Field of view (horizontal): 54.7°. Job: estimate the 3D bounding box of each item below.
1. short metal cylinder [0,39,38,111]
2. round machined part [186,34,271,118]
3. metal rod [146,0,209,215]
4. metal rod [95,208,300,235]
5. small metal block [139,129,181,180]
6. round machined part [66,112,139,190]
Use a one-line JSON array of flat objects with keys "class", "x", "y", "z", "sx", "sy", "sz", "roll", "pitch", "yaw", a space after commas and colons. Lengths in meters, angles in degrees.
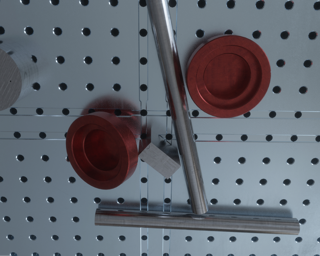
[{"class": "short metal cylinder", "x": -0.197, "y": -0.065, "z": 0.374, "sx": 0.081, "sy": 0.050, "sz": 0.079, "roll": 0, "pitch": 110, "yaw": 0}, {"class": "round machined part", "x": 0.081, "y": -0.065, "z": 0.381, "sx": 0.099, "sy": 0.042, "sz": 0.097, "roll": 0, "pitch": 110, "yaw": 0}, {"class": "metal rod", "x": 0.027, "y": -0.017, "z": 0.407, "sx": 0.025, "sy": 0.025, "sz": 0.298, "roll": -12, "pitch": 110, "yaw": 4}, {"class": "metal rod", "x": 0.056, "y": 0.141, "z": 0.465, "sx": 0.302, "sy": 0.025, "sz": 0.025, "roll": 3, "pitch": 110, "yaw": -2}, {"class": "small metal block", "x": -0.001, "y": 0.034, "z": 0.412, "sx": 0.050, "sy": 0.050, "sz": 0.025, "roll": 39, "pitch": 104, "yaw": -14}, {"class": "round machined part", "x": -0.069, "y": 0.026, "z": 0.399, "sx": 0.098, "sy": 0.042, "sz": 0.097, "roll": 9, "pitch": 109, "yaw": 26}]
